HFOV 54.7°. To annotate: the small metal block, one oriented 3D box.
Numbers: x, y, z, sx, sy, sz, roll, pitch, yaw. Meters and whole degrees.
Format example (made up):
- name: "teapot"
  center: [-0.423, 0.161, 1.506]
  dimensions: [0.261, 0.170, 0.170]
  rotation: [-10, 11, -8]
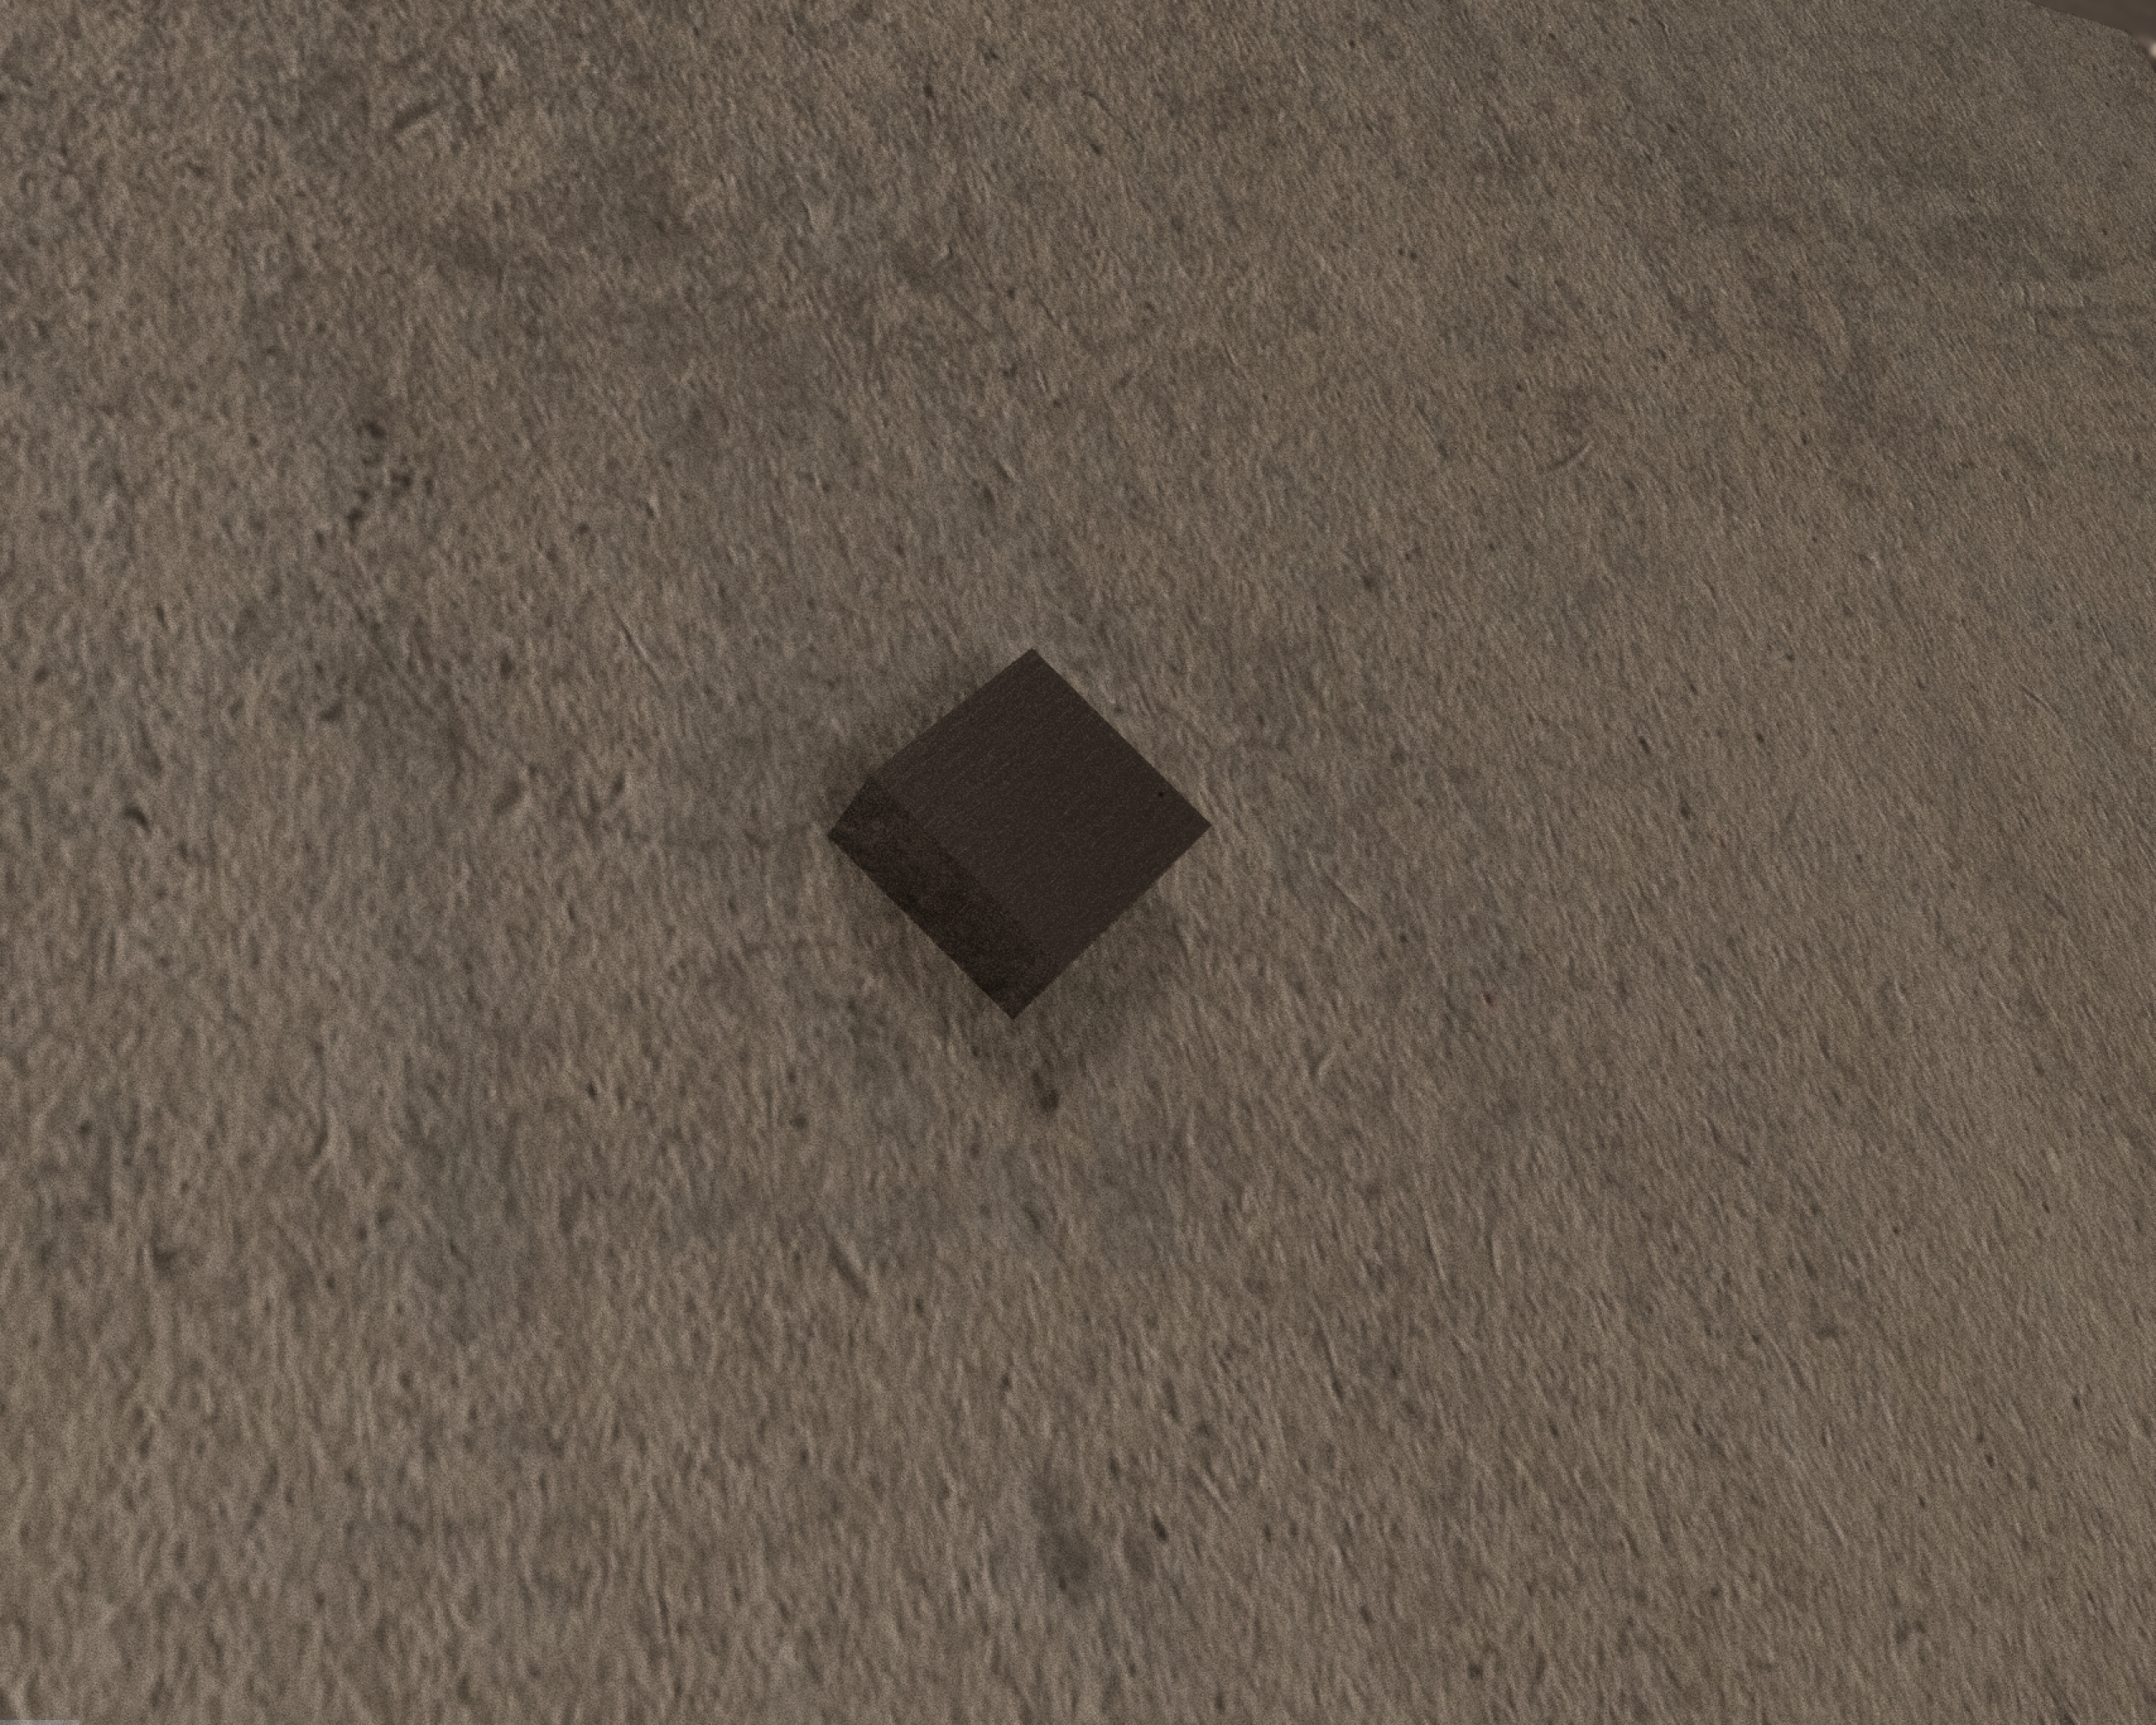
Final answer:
- name: "small metal block"
  center: [-0.011, -0.006, 0.405]
  dimensions: [0.050, 0.025, 0.050]
  rotation: [45, 51, 3]
